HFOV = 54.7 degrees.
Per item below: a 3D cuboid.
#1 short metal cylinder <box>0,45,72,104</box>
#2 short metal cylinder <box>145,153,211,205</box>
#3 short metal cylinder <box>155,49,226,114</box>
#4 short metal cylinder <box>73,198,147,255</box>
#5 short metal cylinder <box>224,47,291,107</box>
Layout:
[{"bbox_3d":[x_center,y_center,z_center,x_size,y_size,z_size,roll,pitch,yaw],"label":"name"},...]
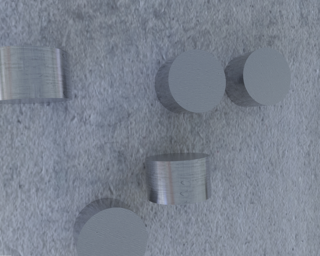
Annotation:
[{"bbox_3d":[-0.137,-0.053,0.329,0.081,0.080,0.050,-4,92,-20],"label":"short metal cylinder"},{"bbox_3d":[0.023,0.061,0.389,0.081,0.080,0.050,-4,92,-20],"label":"short metal cylinder"},{"bbox_3d":[0.039,-0.059,0.411,0.081,0.050,0.079,0,90,-21],"label":"short metal cylinder"},{"bbox_3d":[-0.061,0.130,0.374,0.081,0.050,0.079,0,90,-21],"label":"short metal cylinder"},{"bbox_3d":[0.140,-0.071,0.449,0.081,0.050,0.079,0,90,-21],"label":"short metal cylinder"}]
